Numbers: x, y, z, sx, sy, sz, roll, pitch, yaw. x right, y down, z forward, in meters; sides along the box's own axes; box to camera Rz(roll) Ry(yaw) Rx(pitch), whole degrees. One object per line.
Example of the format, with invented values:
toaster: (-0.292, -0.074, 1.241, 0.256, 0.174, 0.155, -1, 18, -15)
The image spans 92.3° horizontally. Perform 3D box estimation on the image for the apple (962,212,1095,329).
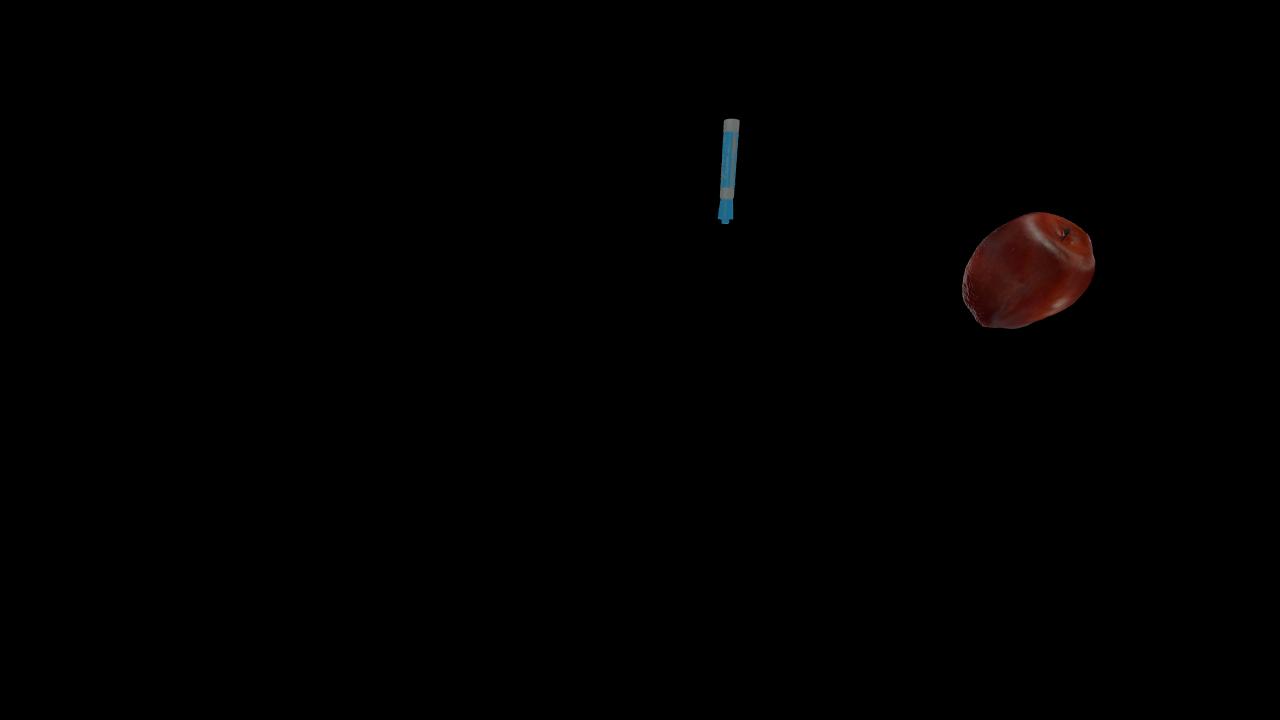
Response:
apple: (0.290, -0.066, 0.465, 0.079, 0.079, 0.093, 0, -35, -16)

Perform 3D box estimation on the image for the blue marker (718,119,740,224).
blue marker: (0.106, -0.225, 0.739, 0.020, 0.121, 0.020, 3, 7, 0)
